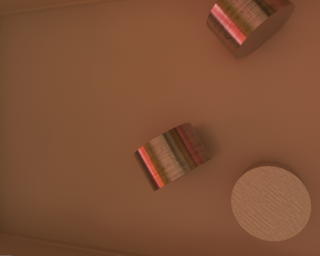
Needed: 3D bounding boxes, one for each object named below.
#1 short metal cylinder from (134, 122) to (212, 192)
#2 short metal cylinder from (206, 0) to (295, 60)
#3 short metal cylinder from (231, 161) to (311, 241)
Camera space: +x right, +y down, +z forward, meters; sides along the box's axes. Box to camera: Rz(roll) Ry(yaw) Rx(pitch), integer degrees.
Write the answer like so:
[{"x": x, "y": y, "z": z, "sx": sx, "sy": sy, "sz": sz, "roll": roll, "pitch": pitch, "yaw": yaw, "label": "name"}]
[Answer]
[{"x": 0.015, "y": 0.035, "z": 0.376, "sx": 0.080, "sy": 0.080, "sz": 0.050, "roll": -33, "pitch": 80, "yaw": 17, "label": "short metal cylinder"}, {"x": 0.100, "y": -0.123, "z": 0.346, "sx": 0.080, "sy": 0.080, "sz": 0.050, "roll": -41, "pitch": 77, "yaw": 15, "label": "short metal cylinder"}, {"x": 0.125, "y": 0.080, "z": 0.353, "sx": 0.080, "sy": 0.050, "sz": 0.080, "roll": 0, "pitch": 90, "yaw": 20, "label": "short metal cylinder"}]
